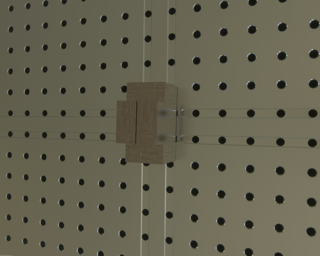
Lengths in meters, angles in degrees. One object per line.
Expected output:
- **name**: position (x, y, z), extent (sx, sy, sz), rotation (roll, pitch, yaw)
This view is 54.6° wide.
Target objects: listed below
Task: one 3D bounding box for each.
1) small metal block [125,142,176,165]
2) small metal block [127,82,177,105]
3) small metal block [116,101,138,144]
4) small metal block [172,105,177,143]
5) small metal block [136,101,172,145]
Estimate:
- **small metal block**: position (-0.011, 0.031, 0.403), extent (0.050, 0.050, 0.025), rotation (2, 91, 20)
- **small metal block**: position (-0.009, -0.044, 0.402), extent (0.050, 0.050, 0.025), rotation (2, 91, 20)
- **small metal block**: position (-0.031, -0.007, 0.384), extent (0.025, 0.050, 0.050), rotation (2, 91, 20)
- **small metal block**: position (-0.006, -0.007, 0.415), extent (0.050, 0.025, 0.050), rotation (2, 91, 21)
- **small metal block**: position (-0.006, -0.006, 0.375), extent (0.025, 0.050, 0.050), rotation (2, 91, 21)
